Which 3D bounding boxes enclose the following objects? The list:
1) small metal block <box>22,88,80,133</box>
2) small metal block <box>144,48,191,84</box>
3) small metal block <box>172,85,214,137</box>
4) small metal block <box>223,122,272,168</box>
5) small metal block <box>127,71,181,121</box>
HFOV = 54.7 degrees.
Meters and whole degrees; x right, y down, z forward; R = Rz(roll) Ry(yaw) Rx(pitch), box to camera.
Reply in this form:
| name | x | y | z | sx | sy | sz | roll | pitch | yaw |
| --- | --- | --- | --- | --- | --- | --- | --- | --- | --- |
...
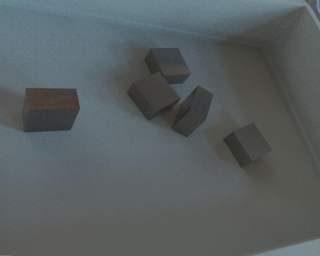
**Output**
| name | x | y | z | sx | sy | sz | roll | pitch | yaw |
| --- | --- | --- | --- | --- | --- | --- | --- | --- | --- |
| small metal block | -0.120 | -0.019 | 0.337 | 0.050 | 0.050 | 0.025 | -3 | 64 | -30 |
| small metal block | 0.012 | -0.094 | 0.471 | 0.050 | 0.025 | 0.050 | -10 | 67 | -33 |
| small metal block | 0.045 | -0.023 | 0.430 | 0.025 | 0.050 | 0.050 | 30 | 52 | -10 |
| small metal block | 0.131 | 0.025 | 0.464 | 0.050 | 0.025 | 0.050 | -20 | 72 | -36 |
| small metal block | -0.008 | -0.045 | 0.430 | 0.050 | 0.025 | 0.050 | -30 | 79 | -38 |
